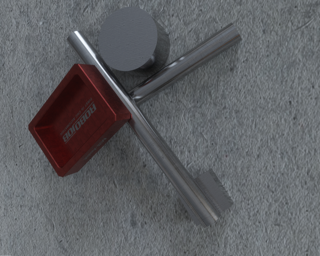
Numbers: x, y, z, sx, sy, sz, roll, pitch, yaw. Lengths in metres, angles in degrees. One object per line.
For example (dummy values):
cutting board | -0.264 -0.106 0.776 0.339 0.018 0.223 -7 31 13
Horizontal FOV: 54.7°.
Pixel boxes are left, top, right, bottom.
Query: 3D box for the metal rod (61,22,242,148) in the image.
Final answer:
metal rod | -0.030 -0.044 0.420 0.300 0.025 0.025 -31 80 17

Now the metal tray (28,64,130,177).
metal tray | -0.109 -0.008 0.404 0.130 0.030 0.090 -43 76 26

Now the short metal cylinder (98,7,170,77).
short metal cylinder | -0.032 -0.110 0.407 0.080 0.050 0.079 0 90 19

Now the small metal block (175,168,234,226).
small metal block | 0.056 0.086 0.390 0.050 0.025 0.050 -35 79 16

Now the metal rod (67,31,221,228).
metal rod | -0.027 -0.007 0.393 0.025 0.025 0.299 -41 78 15
